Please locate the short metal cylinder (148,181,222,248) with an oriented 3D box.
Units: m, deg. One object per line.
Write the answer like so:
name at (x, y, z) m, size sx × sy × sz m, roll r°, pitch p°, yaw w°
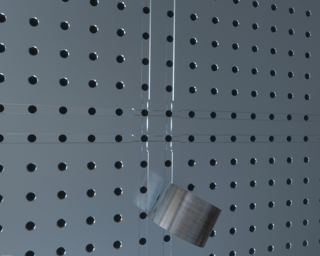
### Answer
short metal cylinder at (0.031, 0.108, 0.395) m, size 0.080 × 0.080 × 0.050 m, roll 32°, pitch 80°, yaw -17°
